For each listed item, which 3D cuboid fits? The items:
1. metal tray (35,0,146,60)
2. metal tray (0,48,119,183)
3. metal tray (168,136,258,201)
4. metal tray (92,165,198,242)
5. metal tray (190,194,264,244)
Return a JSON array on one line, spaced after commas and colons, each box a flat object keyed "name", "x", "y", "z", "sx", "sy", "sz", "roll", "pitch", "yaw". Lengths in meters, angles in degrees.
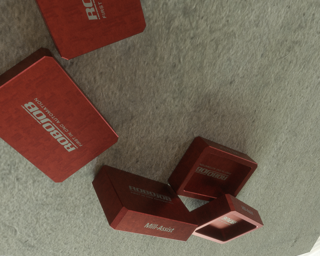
[{"name": "metal tray", "x": -0.072, "y": -0.138, "z": 0.279, "sx": 0.091, "sy": 0.030, "sz": 0.129, "roll": -25, "pitch": 128, "yaw": -13}, {"name": "metal tray", "x": -0.117, "y": -0.008, "z": 0.335, "sx": 0.090, "sy": 0.030, "sz": 0.130, "roll": -37, "pitch": 130, "yaw": -4}, {"name": "metal tray", "x": 0.087, "y": 0.073, "z": 0.498, "sx": 0.131, "sy": 0.030, "sz": 0.090, "roll": 21, "pitch": 107, "yaw": -36}, {"name": "metal tray", "x": -0.019, "y": 0.102, "z": 0.419, "sx": 0.131, "sy": 0.090, "sz": 0.030, "roll": 25, "pitch": 105, "yaw": -37}, {"name": "metal tray", "x": 0.113, "y": 0.163, "z": 0.541, "sx": 0.090, "sy": 0.030, "sz": 0.130, "roll": -33, "pitch": 138, "yaw": 21}]
